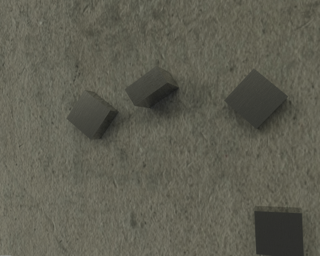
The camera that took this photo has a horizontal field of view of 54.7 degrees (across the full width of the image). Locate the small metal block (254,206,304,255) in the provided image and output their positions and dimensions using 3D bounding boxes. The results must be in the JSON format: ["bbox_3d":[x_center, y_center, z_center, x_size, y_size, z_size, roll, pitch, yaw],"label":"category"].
[{"bbox_3d":[0.138,0.120,0.360,0.050,0.025,0.050,-2,89,19],"label":"small metal block"}]

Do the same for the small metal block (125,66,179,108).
[{"bbox_3d":[-0.009,-0.051,0.398,0.050,0.050,0.025,-34,79,16],"label":"small metal block"}]

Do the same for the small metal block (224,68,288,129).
[{"bbox_3d":[0.114,-0.034,0.369,0.050,0.025,0.050,45,103,14],"label":"small metal block"}]

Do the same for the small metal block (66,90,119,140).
[{"bbox_3d":[-0.096,-0.018,0.442,0.050,0.025,0.050,38,102,15],"label":"small metal block"}]
